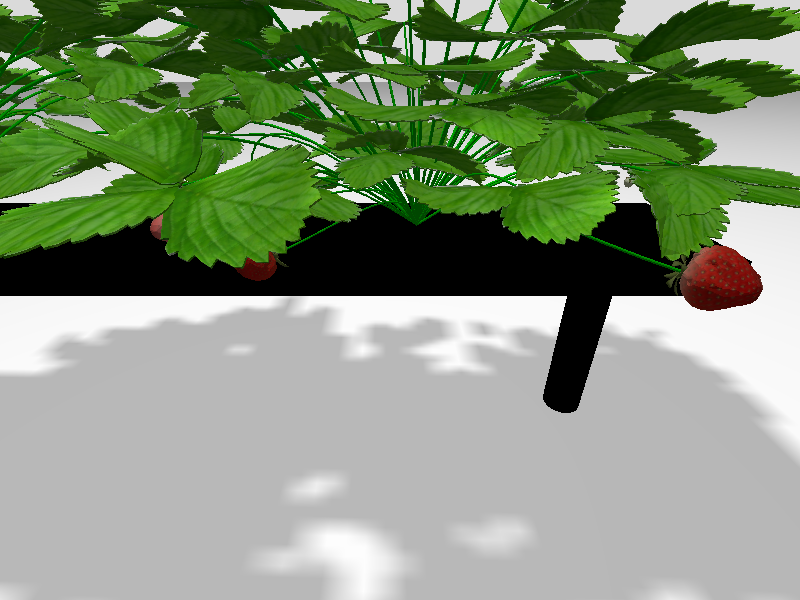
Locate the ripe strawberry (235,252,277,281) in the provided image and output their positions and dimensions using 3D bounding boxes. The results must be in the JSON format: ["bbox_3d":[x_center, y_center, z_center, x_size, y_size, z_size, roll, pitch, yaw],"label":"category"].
[{"bbox_3d":[-0.096,-0.026,0.264,0.027,0.028,0.024,-27,40,-37],"label":"ripe strawberry"}]

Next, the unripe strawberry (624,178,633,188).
[{"bbox_3d":[0.257,-0.131,0.449,0.010,0.010,0.011,-12,32,-20],"label":"unripe strawberry"}]

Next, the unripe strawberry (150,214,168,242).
[{"bbox_3d":[-0.171,-0.058,0.310,0.038,0.037,0.042,-9,31,-14],"label":"unripe strawberry"}]

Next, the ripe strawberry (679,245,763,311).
[{"bbox_3d":[0.183,-0.011,0.228,0.038,0.037,0.041,24,38,34],"label":"ripe strawberry"}]
